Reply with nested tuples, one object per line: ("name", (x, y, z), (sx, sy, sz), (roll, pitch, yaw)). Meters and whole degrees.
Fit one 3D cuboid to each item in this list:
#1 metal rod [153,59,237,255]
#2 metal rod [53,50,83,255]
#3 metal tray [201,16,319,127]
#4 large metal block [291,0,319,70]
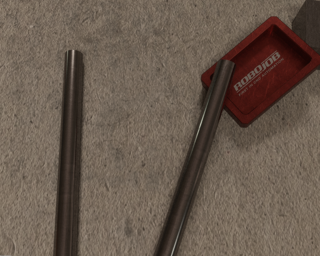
("metal rod", (0.038, 0.055, 0.369), (0.025, 0.025, 0.299), (18, 78, 6))
("metal rod", (-0.115, 0.035, 0.393), (0.025, 0.025, 0.299), (-3, 70, -1))
("metal tray", (0.132, -0.074, 0.416), (0.130, 0.030, 0.090), (-40, 75, 2))
("large metal block", (0.240, -0.131, 0.446), (0.080, 0.050, 0.080), (9, 70, 3))
